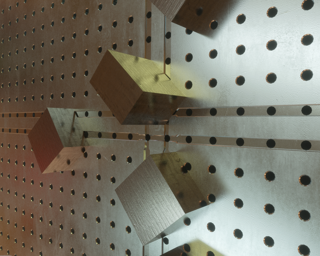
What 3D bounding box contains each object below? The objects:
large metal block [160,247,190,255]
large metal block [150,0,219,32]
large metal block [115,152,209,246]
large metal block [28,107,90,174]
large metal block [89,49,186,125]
[{"bbox_3d":[0.027,0.206,0.370,0.080,0.050,0.079,22,104,37],"label":"large metal block"},{"bbox_3d":[0.029,-0.176,0.368,0.080,0.050,0.080,-52,60,27],"label":"large metal block"},{"bbox_3d":[0.000,0.087,0.391,0.080,0.050,0.080,-46,63,30],"label":"large metal block"},{"bbox_3d":[-0.177,0.022,0.536,0.080,0.050,0.080,-44,64,31],"label":"large metal block"},{"bbox_3d":[-0.028,-0.049,0.395,0.080,0.081,0.050,51,120,27],"label":"large metal block"}]
